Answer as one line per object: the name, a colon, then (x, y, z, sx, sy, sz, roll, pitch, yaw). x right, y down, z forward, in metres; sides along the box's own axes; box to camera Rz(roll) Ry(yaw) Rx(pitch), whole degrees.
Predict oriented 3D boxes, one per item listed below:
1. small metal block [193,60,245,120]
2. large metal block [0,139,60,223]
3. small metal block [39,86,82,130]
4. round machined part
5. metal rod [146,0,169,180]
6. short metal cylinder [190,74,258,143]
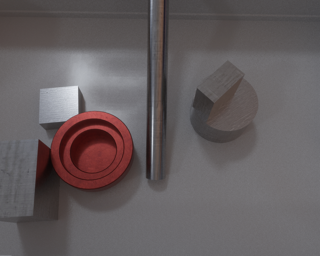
small metal block: (0.067, -0.043, 0.360, 0.050, 0.050, 0.025, -43, 76, -14)
large metal block: (-0.153, 0.064, 0.355, 0.050, 0.080, 0.080, -3, 70, -1)
small metal block: (-0.133, -0.027, 0.418, 0.050, 0.025, 0.050, -5, 70, -3)
round machined part: (-0.081, 0.031, 0.388, 0.099, 0.042, 0.098, 0, 70, -1)
metal rod: (-0.003, -0.086, 0.375, 0.025, 0.025, 0.298, 1, 96, 0)
short metal cylinder: (0.082, -0.025, 0.407, 0.081, 0.050, 0.080, 0, 70, 0)
